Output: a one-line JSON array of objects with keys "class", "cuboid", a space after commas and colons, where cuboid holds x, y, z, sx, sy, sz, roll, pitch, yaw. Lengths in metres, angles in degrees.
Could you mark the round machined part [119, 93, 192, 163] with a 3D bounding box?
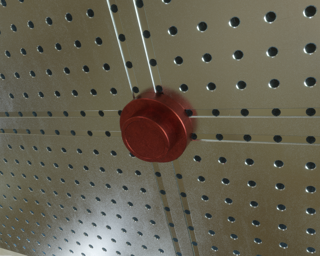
[{"class": "round machined part", "cuboid": [-0.011, 0.006, 0.408, 0.098, 0.042, 0.097, 13, 124, 20]}]
